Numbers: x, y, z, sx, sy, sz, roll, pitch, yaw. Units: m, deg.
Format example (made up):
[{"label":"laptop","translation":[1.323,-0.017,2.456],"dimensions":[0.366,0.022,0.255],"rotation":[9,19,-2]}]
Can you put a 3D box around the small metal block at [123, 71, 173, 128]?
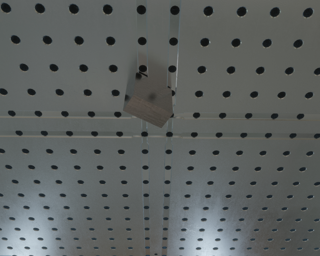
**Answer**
[{"label":"small metal block","translation":[-0.013,-0.034,0.366],"dimensions":[0.050,0.050,0.025],"rotation":[25,126,-20]}]
